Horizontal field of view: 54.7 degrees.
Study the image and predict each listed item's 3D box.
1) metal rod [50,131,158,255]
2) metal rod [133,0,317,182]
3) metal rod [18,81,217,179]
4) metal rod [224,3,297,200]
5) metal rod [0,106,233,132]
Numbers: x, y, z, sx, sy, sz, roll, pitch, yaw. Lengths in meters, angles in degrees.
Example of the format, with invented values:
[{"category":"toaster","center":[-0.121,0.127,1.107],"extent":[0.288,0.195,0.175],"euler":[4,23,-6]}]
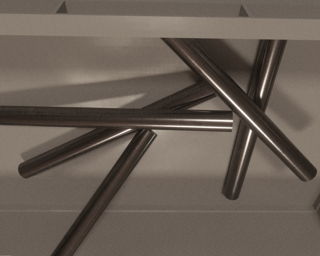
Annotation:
[{"category":"metal rod","center":[-0.100,0.125,0.426],"extent":[0.025,0.025,0.299],"euler":[33,95,-25]},{"category":"metal rod","center":[0.089,-0.032,0.356],"extent":[0.300,0.025,0.025],"euler":[41,119,-20]},{"category":"metal rod","center":[-0.069,0.007,0.414],"extent":[0.300,0.025,0.025],"euler":[-23,127,18]},{"category":"metal rod","center":[0.119,-0.007,0.405],"extent":[0.025,0.025,0.298],"euler":[1,130,-1]},{"category":"metal rod","center":[-0.067,-0.012,0.374],"extent":[0.302,0.025,0.025],"euler":[2,131,7]}]
